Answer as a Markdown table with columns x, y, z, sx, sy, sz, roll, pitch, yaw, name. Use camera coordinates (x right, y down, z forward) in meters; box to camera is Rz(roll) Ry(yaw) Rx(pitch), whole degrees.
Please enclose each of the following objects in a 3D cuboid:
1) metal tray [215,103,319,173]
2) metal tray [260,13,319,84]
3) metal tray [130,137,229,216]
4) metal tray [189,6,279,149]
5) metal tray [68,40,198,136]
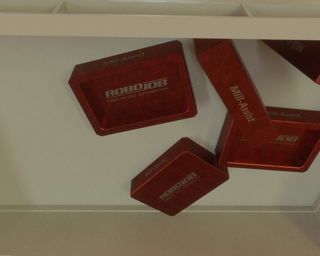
| x | y | z | sx | sy | sz | roll | pitch | yaw | name |
| --- | --- | --- | --- | --- | --- | --- | --- | --- | --- |
| 0.150 | 0.016 | 0.421 | 0.131 | 0.030 | 0.089 | 5 | 130 | -5 | metal tray |
| 0.158 | -0.065 | 0.285 | 0.091 | 0.130 | 0.030 | 15 | 118 | -13 | metal tray |
| 0.028 | 0.079 | 0.474 | 0.090 | 0.030 | 0.129 | 32 | 123 | -25 | metal tray |
| 0.077 | -0.051 | 0.324 | 0.030 | 0.090 | 0.130 | -26 | 126 | 20 | metal tray |
| -0.028 | -0.043 | 0.368 | 0.131 | 0.030 | 0.090 | -12 | 130 | 9 | metal tray |
